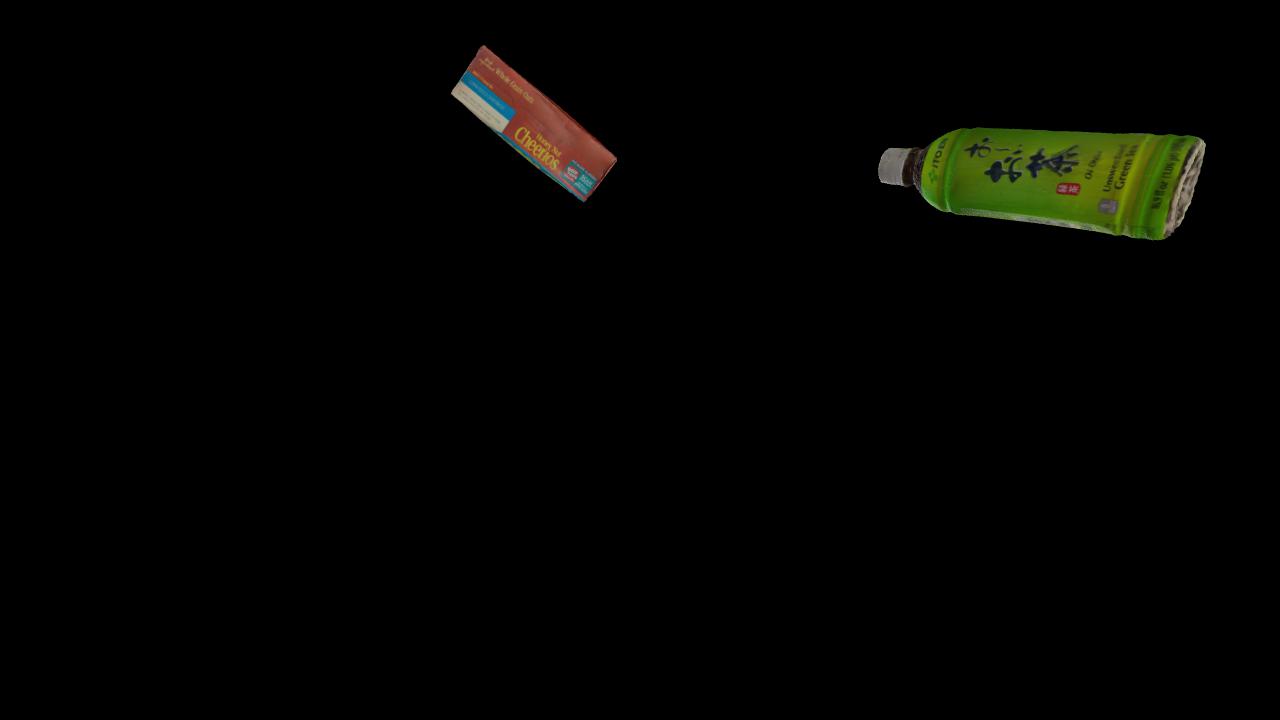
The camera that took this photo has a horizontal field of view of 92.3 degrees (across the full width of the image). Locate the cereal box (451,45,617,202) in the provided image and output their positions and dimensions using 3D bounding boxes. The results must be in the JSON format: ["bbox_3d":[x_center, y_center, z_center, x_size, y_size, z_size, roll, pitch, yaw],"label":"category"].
[{"bbox_3d":[-0.136,-0.324,0.877,0.203,0.081,0.306,37,12,-15],"label":"cereal box"}]

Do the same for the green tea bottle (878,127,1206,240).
[{"bbox_3d":[0.291,-0.142,0.477,0.212,0.073,0.073,20,14,42],"label":"green tea bottle"}]
